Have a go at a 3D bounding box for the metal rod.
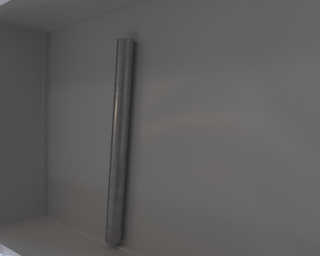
[{"bbox_3d":[-0.060,0.021,0.457,0.025,0.025,0.298,7,94,40],"label":"metal rod"}]
